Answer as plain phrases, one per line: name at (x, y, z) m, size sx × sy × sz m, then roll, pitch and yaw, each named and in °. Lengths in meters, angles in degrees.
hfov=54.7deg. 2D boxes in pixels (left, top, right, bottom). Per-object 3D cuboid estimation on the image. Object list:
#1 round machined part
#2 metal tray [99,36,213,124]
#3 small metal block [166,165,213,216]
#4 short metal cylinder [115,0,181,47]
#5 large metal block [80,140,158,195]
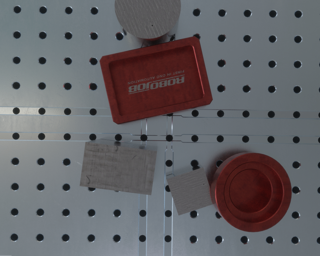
round machined part at (0.114, 0.080, 0.402) m, size 0.099 × 0.042 × 0.097 m, roll 0°, pitch 88°, yaw -6°
metal tray at (-0.005, -0.061, 0.410) m, size 0.131 × 0.030 × 0.089 m, roll -13°, pitch 90°, yaw 0°
small metal block at (0.040, 0.082, 0.414) m, size 0.050 × 0.025 × 0.050 m, roll -18°, pitch 90°, yaw 0°
short metal cylinder at (-0.015, -0.148, 0.401) m, size 0.081 × 0.050 × 0.079 m, roll 0°, pitch 90°, yaw 0°
large metal block at (-0.046, 0.045, 0.385) m, size 0.080 × 0.080 × 0.050 m, roll 7°, pitch 90°, yaw 0°
